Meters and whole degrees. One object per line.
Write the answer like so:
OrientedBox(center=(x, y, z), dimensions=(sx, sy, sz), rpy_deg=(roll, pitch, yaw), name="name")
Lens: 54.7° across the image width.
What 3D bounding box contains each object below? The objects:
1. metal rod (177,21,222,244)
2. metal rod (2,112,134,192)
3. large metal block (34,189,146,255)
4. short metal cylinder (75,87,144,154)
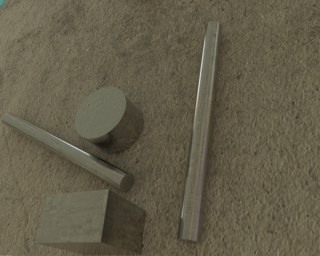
OrientedBox(center=(0.054, -0.015, 0.384), dimensions=(0.025, 0.025, 0.300), rpy_deg=(-4, 60, 26), name="metal rod")
OrientedBox(center=(-0.156, 0.026, 0.469), dimensions=(0.300, 0.025, 0.025), rpy_deg=(20, 72, 35), name="metal rod")
OrientedBox(center=(-0.072, 0.107, 0.341), dimensions=(0.080, 0.080, 0.050), rpy_deg=(-10, 58, 23), name="large metal block")
OrientedBox(center=(-0.070, -0.010, 0.431), dimensions=(0.080, 0.050, 0.080), rpy_deg=(-13, 56, 21), name="short metal cylinder")
